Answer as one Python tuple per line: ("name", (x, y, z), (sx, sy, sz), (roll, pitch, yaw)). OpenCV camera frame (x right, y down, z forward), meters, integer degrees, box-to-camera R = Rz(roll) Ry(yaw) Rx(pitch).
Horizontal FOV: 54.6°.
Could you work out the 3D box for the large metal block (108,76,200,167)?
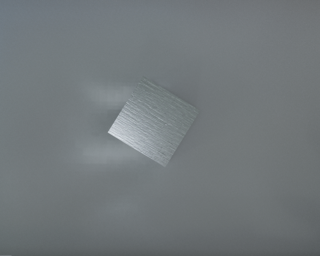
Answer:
("large metal block", (-0.007, -0.008, 0.395), (0.080, 0.050, 0.080), (32, 89, -1))
